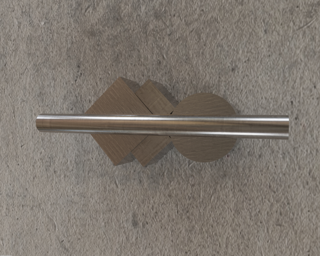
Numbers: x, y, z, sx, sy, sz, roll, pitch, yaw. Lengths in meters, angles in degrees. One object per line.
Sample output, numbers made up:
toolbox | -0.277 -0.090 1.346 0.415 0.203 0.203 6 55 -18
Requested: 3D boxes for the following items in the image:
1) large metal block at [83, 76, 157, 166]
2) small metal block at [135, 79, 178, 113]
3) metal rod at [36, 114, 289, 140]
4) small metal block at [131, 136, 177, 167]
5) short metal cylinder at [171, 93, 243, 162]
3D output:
large metal block | -0.045 -0.009 0.411 0.080 0.050 0.080 -44 77 14
small metal block | 0.002 -0.033 0.397 0.025 0.050 0.050 -44 77 15
metal rod | -0.014 -0.004 0.360 0.301 0.025 0.025 1 91 19
small metal block | -0.002 0.022 0.399 0.050 0.050 0.025 -44 77 15
short metal cylinder | 0.057 -0.001 0.376 0.080 0.050 0.080 0 90 20
